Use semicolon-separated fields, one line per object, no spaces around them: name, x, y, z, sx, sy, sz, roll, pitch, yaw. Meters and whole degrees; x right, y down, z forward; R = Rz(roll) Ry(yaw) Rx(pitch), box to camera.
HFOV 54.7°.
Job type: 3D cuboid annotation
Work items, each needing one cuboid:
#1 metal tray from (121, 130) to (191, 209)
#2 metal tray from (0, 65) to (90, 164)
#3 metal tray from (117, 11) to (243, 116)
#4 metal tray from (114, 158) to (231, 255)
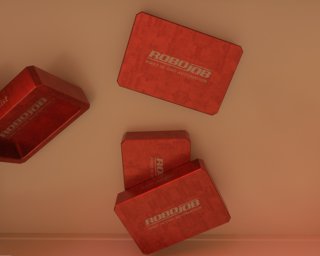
metal tray;-0.004;0.070;0.434;0.091;0.030;0.129;-2;110;0
metal tray;-0.161;-0.009;0.371;0.130;0.090;0.030;-38;67;12
metal tray;0.023;-0.078;0.380;0.131;0.030;0.089;17;109;-7
metal tray;0.017;0.107;0.416;0.130;0.030;0.090;-25;109;8
